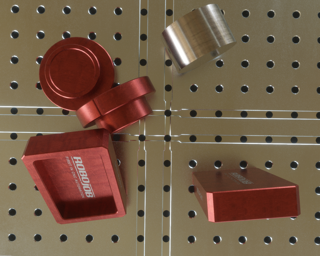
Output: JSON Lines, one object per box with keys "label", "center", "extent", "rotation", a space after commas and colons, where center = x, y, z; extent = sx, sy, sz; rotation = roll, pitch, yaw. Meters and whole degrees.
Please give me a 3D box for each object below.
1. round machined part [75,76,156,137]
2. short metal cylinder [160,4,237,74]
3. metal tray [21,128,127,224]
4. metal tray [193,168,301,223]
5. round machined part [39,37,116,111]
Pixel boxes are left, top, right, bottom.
{"label": "round machined part", "center": [-0.048, -0.022, 0.376], "extent": [0.098, 0.098, 0.042], "rotation": [-27, 92, 0]}
{"label": "short metal cylinder", "center": [0.048, -0.109, 0.386], "extent": [0.080, 0.080, 0.050], "rotation": [-27, 90, 0]}
{"label": "metal tray", "center": [-0.095, 0.062, 0.371], "extent": [0.091, 0.030, 0.129], "rotation": [-7, 131, -1]}
{"label": "metal tray", "center": [0.091, 0.073, 0.362], "extent": [0.091, 0.130, 0.030], "rotation": [-4, 90, 0]}
{"label": "round machined part", "center": [-0.109, -0.071, 0.403], "extent": [0.099, 0.042, 0.097], "rotation": [0, 90, -1]}
